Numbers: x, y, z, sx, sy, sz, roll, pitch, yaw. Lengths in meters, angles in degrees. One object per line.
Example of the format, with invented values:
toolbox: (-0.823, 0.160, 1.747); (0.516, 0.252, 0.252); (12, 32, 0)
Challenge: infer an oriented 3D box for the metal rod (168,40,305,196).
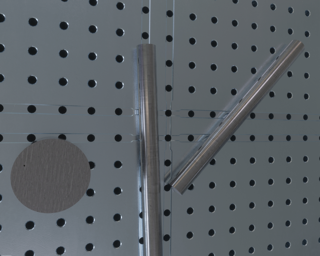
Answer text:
metal rod: (0.119, -0.024, 0.456); (0.025, 0.025, 0.301); (46, 76, -14)

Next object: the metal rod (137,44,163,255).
metal rod: (-0.013, 0.042, 0.407); (0.025, 0.025, 0.298); (-2, 91, -20)

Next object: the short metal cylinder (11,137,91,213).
short metal cylinder: (-0.124, 0.051, 0.354); (0.081, 0.050, 0.079); (0, 90, -20)
